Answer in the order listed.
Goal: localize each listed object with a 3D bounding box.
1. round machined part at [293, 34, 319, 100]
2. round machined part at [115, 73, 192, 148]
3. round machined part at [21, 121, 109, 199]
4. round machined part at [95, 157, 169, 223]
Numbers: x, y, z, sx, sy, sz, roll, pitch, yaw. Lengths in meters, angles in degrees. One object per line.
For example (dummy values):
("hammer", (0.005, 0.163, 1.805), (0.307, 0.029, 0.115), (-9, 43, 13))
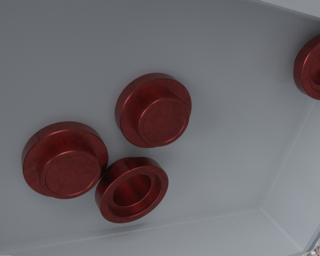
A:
("round machined part", (0.243, -0.094, 0.463), (0.099, 0.042, 0.097), (-6, 115, -12))
("round machined part", (-0.003, -0.016, 0.386), (0.099, 0.042, 0.097), (-14, 124, -21))
("round machined part", (-0.108, 0.045, 0.366), (0.099, 0.042, 0.097), (-14, 124, -21))
("round machined part", (-0.041, 0.078, 0.419), (0.099, 0.042, 0.097), (-18, 130, -23))
